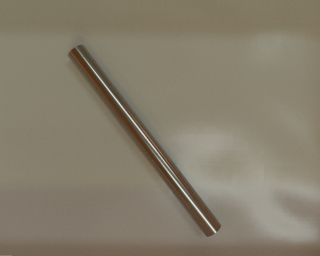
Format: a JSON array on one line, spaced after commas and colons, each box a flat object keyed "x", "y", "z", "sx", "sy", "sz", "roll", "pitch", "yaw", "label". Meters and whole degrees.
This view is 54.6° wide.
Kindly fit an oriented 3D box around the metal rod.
[{"x": -0.020, "y": 0.017, "z": 0.411, "sx": 0.025, "sy": 0.025, "sz": 0.300, "roll": -37, "pitch": 90, "yaw": 0, "label": "metal rod"}]
